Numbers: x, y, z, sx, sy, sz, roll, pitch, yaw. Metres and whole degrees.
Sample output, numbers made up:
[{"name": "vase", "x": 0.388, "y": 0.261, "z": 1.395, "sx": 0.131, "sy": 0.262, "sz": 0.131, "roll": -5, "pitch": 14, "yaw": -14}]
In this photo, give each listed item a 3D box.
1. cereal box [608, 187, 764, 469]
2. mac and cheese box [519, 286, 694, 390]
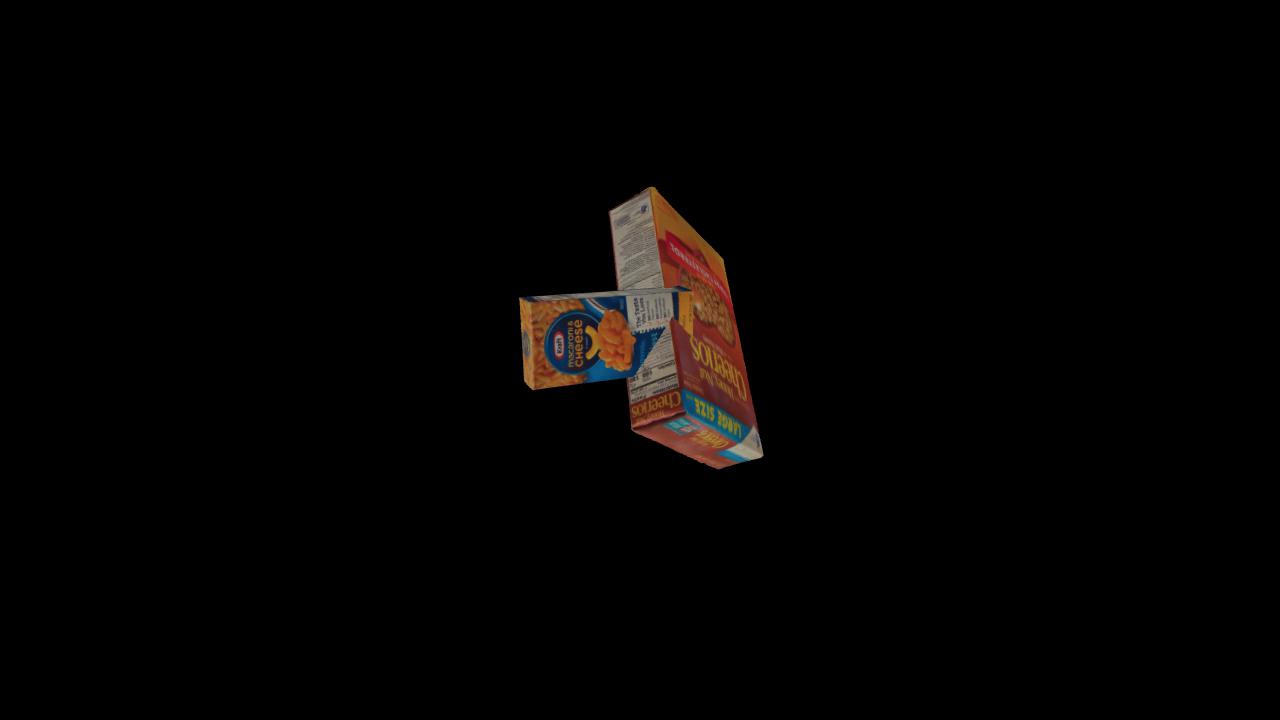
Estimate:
[{"name": "cereal box", "x": 0.057, "y": -0.034, "z": 0.764, "sx": 0.081, "sy": 0.306, "sz": 0.203, "roll": -23, "pitch": -32, "yaw": 26}, {"name": "mac and cheese box", "x": -0.031, "y": -0.026, "z": 0.652, "sx": 0.184, "sy": 0.093, "sz": 0.041, "roll": -7, "pitch": 18, "yaw": -24}]
